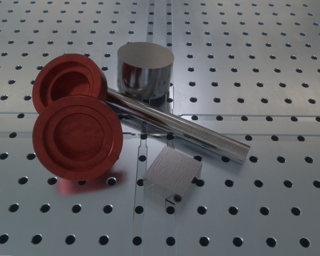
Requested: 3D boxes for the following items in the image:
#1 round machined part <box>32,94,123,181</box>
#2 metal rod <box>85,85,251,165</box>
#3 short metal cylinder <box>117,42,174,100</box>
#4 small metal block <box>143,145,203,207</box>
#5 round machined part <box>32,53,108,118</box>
[{"bbox_3d":[-0.094,0.009,0.365,0.099,0.097,0.042,-8,11,-7],"label":"round machined part"},{"bbox_3d":[-0.025,-0.024,0.427,0.301,0.025,0.025,24,54,18],"label":"metal rod"},{"bbox_3d":[-0.022,-0.085,0.453,0.081,0.050,0.080,5,40,-4],"label":"short metal cylinder"},{"bbox_3d":[0.015,0.055,0.361,0.050,0.025,0.050,24,54,19],"label":"small metal block"},{"bbox_3d":[-0.116,-0.047,0.419,0.098,0.042,0.098,-3,74,12],"label":"round machined part"}]
